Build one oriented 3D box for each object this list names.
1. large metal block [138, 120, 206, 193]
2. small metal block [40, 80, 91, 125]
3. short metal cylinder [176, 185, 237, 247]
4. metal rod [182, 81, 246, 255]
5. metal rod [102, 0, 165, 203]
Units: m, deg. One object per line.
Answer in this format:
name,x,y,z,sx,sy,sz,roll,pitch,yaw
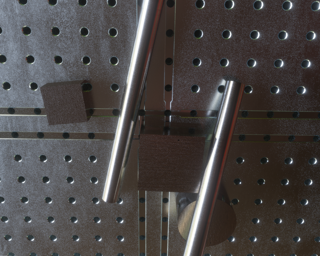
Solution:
large metal block,0.013,0.038,0.414,0.081,0.050,0.079,3,110,-2
small metal block,-0.120,-0.033,0.400,0.050,0.025,0.050,-5,110,1
short metal cylinder,0.064,0.121,0.446,0.081,0.050,0.079,0,110,-1
metal rod,0.061,0.088,0.396,0.025,0.025,0.298,14,90,-6
metal rod,-0.037,-0.034,0.400,0.025,0.025,0.298,13,110,-5
